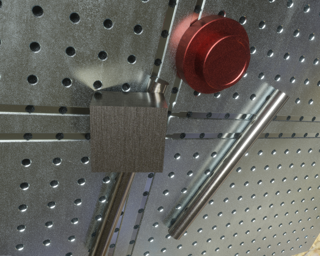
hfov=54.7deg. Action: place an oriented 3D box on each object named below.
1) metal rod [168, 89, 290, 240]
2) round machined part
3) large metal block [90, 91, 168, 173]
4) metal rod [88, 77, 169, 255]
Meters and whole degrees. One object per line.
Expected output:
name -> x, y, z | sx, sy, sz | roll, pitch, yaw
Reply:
metal rod -> 0.108, 0.066, 0.513 | 0.025, 0.025, 0.299 | 26, 104, -38
round machined part -> 0.073, -0.087, 0.388 | 0.099, 0.042, 0.097 | -14, 125, -21
large metal block -> -0.036, 0.004, 0.358 | 0.081, 0.050, 0.079 | 1, 114, -7
metal rod -> -0.050, 0.073, 0.430 | 0.025, 0.025, 0.298 | 7, 115, -32
